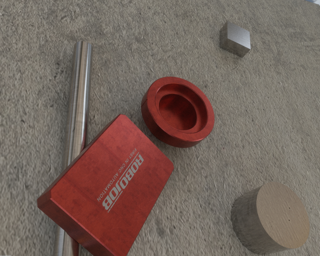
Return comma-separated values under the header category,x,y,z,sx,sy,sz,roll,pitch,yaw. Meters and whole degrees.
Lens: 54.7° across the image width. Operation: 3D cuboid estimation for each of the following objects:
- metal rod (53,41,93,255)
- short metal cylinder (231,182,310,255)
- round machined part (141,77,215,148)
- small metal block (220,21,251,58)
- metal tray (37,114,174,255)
category,x,y,z,sx,sy,sz,roll,pitch,yaw
metal rod,-0.093,0.023,0.339,0.025,0.025,0.299,10,57,-23
short metal cylinder,0.139,0.115,0.392,0.081,0.050,0.080,14,56,-21
round machined part,0.020,-0.017,0.414,0.099,0.042,0.098,14,56,-21
small metal block,0.140,-0.166,0.580,0.050,0.025,0.050,20,54,-17
metal tray,-0.047,0.056,0.319,0.090,0.030,0.131,46,42,-11
